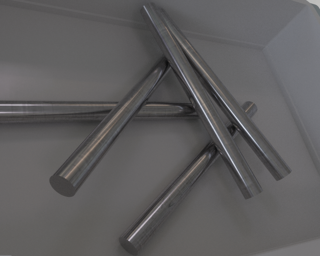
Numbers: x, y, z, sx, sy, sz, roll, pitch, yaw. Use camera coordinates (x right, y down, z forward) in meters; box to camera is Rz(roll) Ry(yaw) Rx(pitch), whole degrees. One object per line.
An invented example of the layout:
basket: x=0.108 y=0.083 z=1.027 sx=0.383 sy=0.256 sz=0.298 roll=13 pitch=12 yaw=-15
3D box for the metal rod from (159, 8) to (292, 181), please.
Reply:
metal rod: x=0.083 y=-0.054 z=0.449 sx=0.025 sy=0.025 sz=0.299 roll=-28 pitch=78 yaw=-37

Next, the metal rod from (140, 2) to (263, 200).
metal rod: x=0.050 y=-0.045 z=0.421 sx=0.025 sy=0.025 sz=0.299 roll=-19 pitch=75 yaw=-35

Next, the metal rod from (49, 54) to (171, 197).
metal rod: x=-0.030 y=-0.034 z=0.375 sx=0.025 sy=0.025 sz=0.301 roll=37 pitch=40 yaw=-4

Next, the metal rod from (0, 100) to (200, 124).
metal rod: x=-0.071 y=-0.020 z=0.379 sx=0.303 sy=0.025 sz=0.025 roll=-2 pitch=63 yaw=-29

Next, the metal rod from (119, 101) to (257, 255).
metal rod: x=0.057 y=0.044 z=0.409 sx=0.025 sy=0.025 sz=0.302 roll=46 pitch=51 yaw=4
